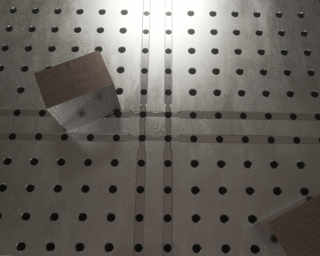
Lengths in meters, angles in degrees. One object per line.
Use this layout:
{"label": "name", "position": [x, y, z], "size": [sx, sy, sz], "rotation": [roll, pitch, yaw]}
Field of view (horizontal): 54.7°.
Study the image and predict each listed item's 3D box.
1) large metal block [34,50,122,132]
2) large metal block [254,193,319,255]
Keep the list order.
{"label": "large metal block", "position": [-0.101, -0.044, 0.398], "size": [0.080, 0.080, 0.050], "rotation": [-22, 72, -8]}
{"label": "large metal block", "position": [0.171, 0.128, 0.354], "size": [0.080, 0.050, 0.080], "rotation": [-24, 72, -9]}
